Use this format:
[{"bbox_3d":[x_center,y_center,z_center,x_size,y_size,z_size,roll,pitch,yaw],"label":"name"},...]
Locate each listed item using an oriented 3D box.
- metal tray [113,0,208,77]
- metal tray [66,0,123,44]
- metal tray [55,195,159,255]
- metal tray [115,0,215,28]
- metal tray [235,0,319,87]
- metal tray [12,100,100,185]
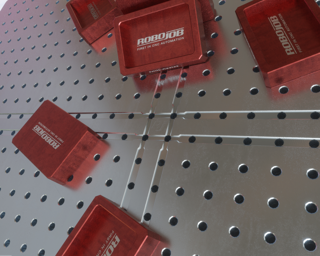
[{"bbox_3d":[-0.001,-0.132,0.459,0.130,0.030,0.090,-8,91,24],"label":"metal tray"},{"bbox_3d":[-0.131,-0.234,0.619,0.090,0.030,0.130,-34,51,5],"label":"metal tray"},{"bbox_3d":[-0.072,0.154,0.349,0.090,0.030,0.130,24,75,36],"label":"metal tray"},{"bbox_3d":[0.009,-0.193,0.481,0.130,0.090,0.030,-11,57,22],"label":"metal tray"},{"bbox_3d":[0.159,-0.123,0.397,0.090,0.030,0.130,-20,54,16],"label":"metal tray"},{"bbox_3d":[-0.165,0.018,0.482,0.130,0.030,0.090,29,77,37],"label":"metal tray"}]
